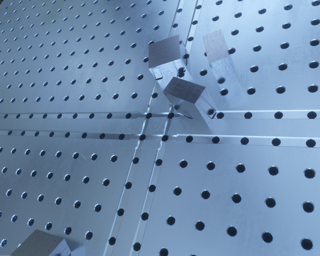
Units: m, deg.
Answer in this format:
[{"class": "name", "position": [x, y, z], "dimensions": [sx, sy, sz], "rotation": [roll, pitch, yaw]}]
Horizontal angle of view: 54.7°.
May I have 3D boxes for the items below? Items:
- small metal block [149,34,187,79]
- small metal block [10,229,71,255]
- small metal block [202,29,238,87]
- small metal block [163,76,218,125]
[{"class": "small metal block", "position": [0.011, -0.107, 0.467], "dimensions": [0.050, 0.025, 0.050], "rotation": [-14, 56, 20]}, {"class": "small metal block", "position": [-0.146, 0.155, 0.374], "dimensions": [0.050, 0.025, 0.050], "rotation": [5, 33, 30]}, {"class": "small metal block", "position": [0.079, -0.091, 0.406], "dimensions": [0.025, 0.050, 0.050], "rotation": [-18, 55, 18]}, {"class": "small metal block", "position": [0.039, -0.035, 0.392], "dimensions": [0.050, 0.050, 0.025], "rotation": [25, 76, 36]}]
